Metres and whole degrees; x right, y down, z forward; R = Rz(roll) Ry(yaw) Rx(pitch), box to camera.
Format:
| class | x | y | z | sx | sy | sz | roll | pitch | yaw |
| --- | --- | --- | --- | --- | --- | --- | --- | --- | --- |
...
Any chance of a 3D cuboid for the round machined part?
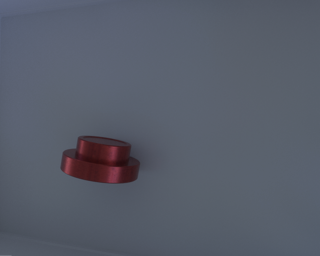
| class | x | y | z | sx | sy | sz | roll | pitch | yaw |
| --- | --- | --- | --- | --- | --- | --- | --- | --- | --- |
| round machined part | -0.074 | 0.036 | 0.398 | 0.098 | 0.098 | 0.042 | 11 | 94 | 19 |
